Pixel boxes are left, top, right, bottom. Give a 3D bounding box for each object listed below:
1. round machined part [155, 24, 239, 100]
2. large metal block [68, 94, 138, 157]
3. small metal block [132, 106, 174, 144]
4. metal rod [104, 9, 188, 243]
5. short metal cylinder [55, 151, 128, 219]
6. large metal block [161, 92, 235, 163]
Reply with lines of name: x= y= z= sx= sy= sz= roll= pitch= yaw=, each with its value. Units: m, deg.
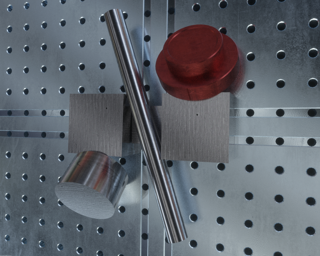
round machined part: x=0.041 y=-0.083 z=0.363 sx=0.098 sy=0.042 sz=0.098 roll=-9 pitch=53 yaw=12
large metal block: x=-0.076 y=-0.005 z=0.427 sx=0.080 sy=0.050 sz=0.079 roll=2 pitch=91 yaw=20
small metal block: x=-0.009 y=-0.004 z=0.416 sx=0.050 sy=0.025 sz=0.050 roll=1 pitch=90 yaw=20
metal rod: x=-0.020 y=-0.007 z=0.392 sx=0.025 sy=0.025 sz=0.299 roll=-18 pitch=84 yaw=19
short metal cylinder: x=-0.088 y=0.076 z=0.408 sx=0.080 sy=0.050 sz=0.080 roll=11 pitch=136 yaw=11
large metal block: x=0.048 y=-0.001 z=0.383 sx=0.080 sy=0.050 sz=0.079 roll=1 pitch=90 yaw=20
